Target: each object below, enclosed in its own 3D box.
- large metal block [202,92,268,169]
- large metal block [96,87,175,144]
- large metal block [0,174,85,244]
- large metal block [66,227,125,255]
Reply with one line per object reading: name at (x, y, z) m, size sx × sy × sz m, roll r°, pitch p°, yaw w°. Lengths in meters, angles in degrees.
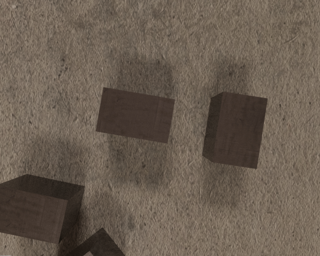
large metal block at (0.089, 0.002, 0.384) m, size 0.050 × 0.080 × 0.080 m, roll 9°, pitch 90°, yaw 0°
large metal block at (-0.027, -0.014, 0.382) m, size 0.080 × 0.080 × 0.050 m, roll 10°, pitch 90°, yaw -1°
large metal block at (-0.146, 0.095, 0.381) m, size 0.080 × 0.080 × 0.050 m, roll 12°, pitch 90°, yaw -1°
large metal block at (-0.094, 0.179, 0.381) m, size 0.080 × 0.080 × 0.050 m, roll -38°, pitch 90°, yaw 0°
